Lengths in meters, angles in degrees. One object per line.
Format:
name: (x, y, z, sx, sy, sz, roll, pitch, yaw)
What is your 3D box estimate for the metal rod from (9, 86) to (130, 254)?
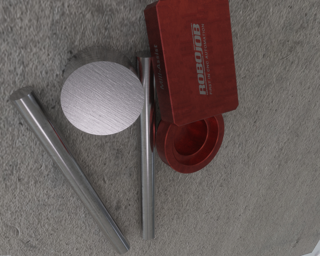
metal rod: (-0.099, 0.077, 0.400, 0.025, 0.025, 0.299, -28, 128, -11)

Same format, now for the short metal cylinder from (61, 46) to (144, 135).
short metal cylinder: (-0.060, -0.039, 0.323, 0.081, 0.050, 0.079, -7, 122, -11)

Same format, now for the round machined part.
round machined part: (0.035, 0.007, 0.411, 0.099, 0.042, 0.097, -13, 114, -31)

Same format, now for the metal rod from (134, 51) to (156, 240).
metal rod: (-0.018, 0.044, 0.424, 0.025, 0.025, 0.298, -13, 124, -21)

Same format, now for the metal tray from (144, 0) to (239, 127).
metal tray: (0.038, -0.076, 0.347, 0.091, 0.030, 0.129, -16, 106, -25)
